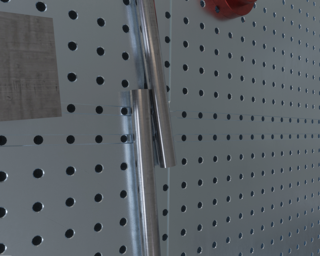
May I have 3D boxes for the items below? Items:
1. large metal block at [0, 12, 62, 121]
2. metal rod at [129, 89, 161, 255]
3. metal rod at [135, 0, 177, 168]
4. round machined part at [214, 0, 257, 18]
[{"bbox_3d":[-0.128,-0.047,0.266,0.050,0.080,0.079,-7,95,-40],"label":"large metal block"},{"bbox_3d":[-0.016,0.101,0.396,0.025,0.025,0.298,-7,95,-40],"label":"metal rod"},{"bbox_3d":[-0.010,-0.096,0.400,0.025,0.025,0.298,-14,99,-39],"label":"metal rod"},{"bbox_3d":[0.129,-0.234,0.507,0.099,0.042,0.097,0,90,-40],"label":"round machined part"}]
